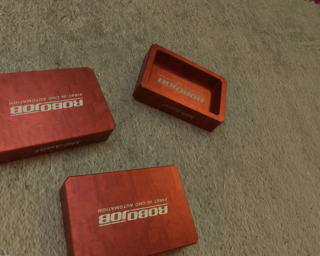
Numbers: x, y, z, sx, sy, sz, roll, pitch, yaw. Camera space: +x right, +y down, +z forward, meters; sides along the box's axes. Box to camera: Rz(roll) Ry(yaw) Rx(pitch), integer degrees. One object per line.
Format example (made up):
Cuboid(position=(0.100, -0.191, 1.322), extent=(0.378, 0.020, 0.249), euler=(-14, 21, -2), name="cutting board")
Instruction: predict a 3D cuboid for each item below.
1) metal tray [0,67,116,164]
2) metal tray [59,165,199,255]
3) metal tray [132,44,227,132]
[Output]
Cuboid(position=(-0.126, -0.019, 0.344), extent=(0.131, 0.030, 0.090), euler=(-13, 68, -33), name="metal tray")
Cuboid(position=(-0.032, 0.092, 0.327), extent=(0.131, 0.030, 0.090), euler=(-2, 63, -29), name="metal tray")
Cuboid(position=(0.034, -0.059, 0.453), extent=(0.131, 0.030, 0.090), euler=(23, 53, -15), name="metal tray")
